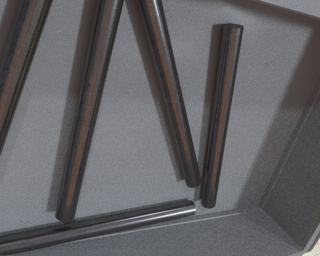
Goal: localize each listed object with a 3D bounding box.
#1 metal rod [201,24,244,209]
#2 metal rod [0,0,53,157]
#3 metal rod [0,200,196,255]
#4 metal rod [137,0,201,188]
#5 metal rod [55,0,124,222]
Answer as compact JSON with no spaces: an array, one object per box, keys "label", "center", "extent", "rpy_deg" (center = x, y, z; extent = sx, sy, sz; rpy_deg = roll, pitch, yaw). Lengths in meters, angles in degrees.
[{"label":"metal rod","center":[0.087,0.002,0.456],"extent":[0.025,0.025,0.298],"rpy_deg":[-12,124,-22]},{"label":"metal rod","center":[-0.157,-0.021,0.309],"extent":[0.025,0.025,0.298],"rpy_deg":[15,111,-34]},{"label":"metal rod","center":[-0.081,0.142,0.451],"extent":[0.303,0.025,0.025],"rpy_deg":[-4,120,-27]},{"label":"metal rod","center":[0.019,-0.030,0.400],"extent":[0.025,0.025,0.299],"rpy_deg":[-26,128,-12]},{"label":"metal rod","center":[-0.084,-0.015,0.353],"extent":[0.025,0.025,0.298],"rpy_deg":[4,117,-30]}]
